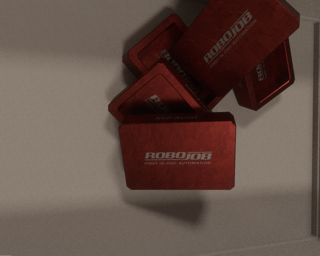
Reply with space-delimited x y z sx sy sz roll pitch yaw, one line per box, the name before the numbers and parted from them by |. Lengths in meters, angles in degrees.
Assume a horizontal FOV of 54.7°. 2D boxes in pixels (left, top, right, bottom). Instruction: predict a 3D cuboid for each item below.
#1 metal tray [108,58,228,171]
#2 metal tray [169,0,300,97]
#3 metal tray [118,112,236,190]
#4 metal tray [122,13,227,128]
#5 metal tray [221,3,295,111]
metal tray | 0.012 -0.010 0.388 0.090 0.030 0.130 -38 105 20
metal tray | 0.084 -0.108 0.368 0.090 0.129 0.030 40 40 -6
metal tray | 0.022 0.029 0.371 0.131 0.030 0.089 -1 114 7
metal tray | 0.025 -0.074 0.418 0.090 0.030 0.130 -45 104 -15
metal tray | 0.141 -0.101 0.438 0.090 0.030 0.129 -35 122 -17
